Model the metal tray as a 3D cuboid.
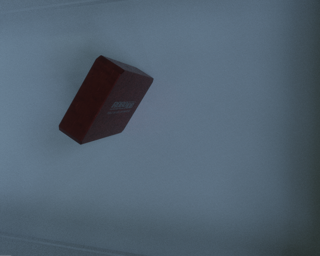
[{"bbox_3d":[-0.057,-0.033,0.372,0.030,0.130,0.090,34,101,8],"label":"metal tray"}]
